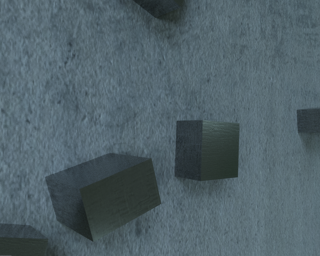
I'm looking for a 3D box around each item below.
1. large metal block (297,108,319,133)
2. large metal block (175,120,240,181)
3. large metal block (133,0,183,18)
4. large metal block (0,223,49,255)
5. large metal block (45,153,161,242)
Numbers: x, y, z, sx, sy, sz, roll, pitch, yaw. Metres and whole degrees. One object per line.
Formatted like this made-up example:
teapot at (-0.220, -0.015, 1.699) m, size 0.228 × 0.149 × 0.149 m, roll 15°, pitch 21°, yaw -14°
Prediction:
large metal block at (0.357, -0.018, 0.673) m, size 0.081 × 0.080 × 0.050 m, roll -7°, pitch 95°, yaw -40°
large metal block at (0.069, 0.031, 0.449) m, size 0.081 × 0.050 × 0.080 m, roll 3°, pitch 88°, yaw -40°
large metal block at (-0.008, -0.200, 0.383) m, size 0.080 × 0.050 × 0.080 m, roll 27°, pitch 73°, yaw -37°
large metal block at (-0.153, 0.126, 0.261) m, size 0.080 × 0.050 × 0.080 m, roll 20°, pitch 77°, yaw -39°
large metal block at (-0.059, 0.065, 0.321) m, size 0.081 × 0.080 × 0.050 m, roll -20°, pitch 103°, yaw -39°
